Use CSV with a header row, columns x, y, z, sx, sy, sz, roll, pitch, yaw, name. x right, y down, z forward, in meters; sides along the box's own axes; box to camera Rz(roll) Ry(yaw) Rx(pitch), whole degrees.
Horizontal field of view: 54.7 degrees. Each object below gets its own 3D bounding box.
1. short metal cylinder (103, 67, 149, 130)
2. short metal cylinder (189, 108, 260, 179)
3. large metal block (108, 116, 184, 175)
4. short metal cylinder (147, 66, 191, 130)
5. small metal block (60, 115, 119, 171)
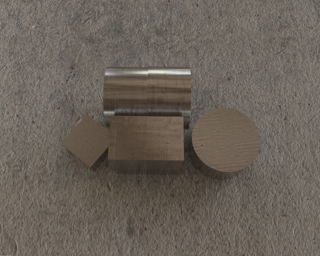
x,y,z,sx,sy,sz,roll,pitch,yaw,name
-0.040,-0.037,0.394,0.050,0.080,0.080,1,70,0,short metal cylinder
0.078,0.021,0.389,0.081,0.050,0.080,0,70,0,short metal cylinder
-0.015,0.024,0.372,0.081,0.080,0.050,1,70,0,large metal block
0.011,-0.038,0.394,0.050,0.080,0.080,1,70,0,short metal cylinder
-0.090,0.020,0.402,0.050,0.025,0.050,36,74,12,small metal block
